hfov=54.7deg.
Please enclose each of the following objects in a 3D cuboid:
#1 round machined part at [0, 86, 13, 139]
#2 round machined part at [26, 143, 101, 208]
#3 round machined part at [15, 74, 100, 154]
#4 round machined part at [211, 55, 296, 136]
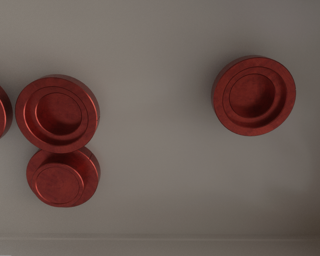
[{"bbox_3d":[-0.235,-0.025,0.390,0.099,0.042,0.097,0,110,-1],"label":"round machined part"},{"bbox_3d":[-0.135,0.069,0.426,0.099,0.042,0.097,0,110,-1],"label":"round machined part"},{"bbox_3d":[-0.125,-0.020,0.393,0.099,0.042,0.097,0,110,-1],"label":"round machined part"},{"bbox_3d":[0.113,-0.042,0.388,0.099,0.042,0.097,0,110,-1],"label":"round machined part"}]
